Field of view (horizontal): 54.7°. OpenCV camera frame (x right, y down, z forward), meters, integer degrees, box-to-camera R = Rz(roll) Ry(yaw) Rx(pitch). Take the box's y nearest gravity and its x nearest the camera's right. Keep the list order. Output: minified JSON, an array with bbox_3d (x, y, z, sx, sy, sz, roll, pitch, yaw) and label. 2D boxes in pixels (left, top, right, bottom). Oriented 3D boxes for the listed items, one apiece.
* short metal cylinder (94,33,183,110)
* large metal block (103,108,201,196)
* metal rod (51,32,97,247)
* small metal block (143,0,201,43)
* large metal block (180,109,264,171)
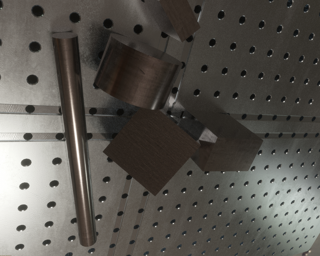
[{"bbox_3d":[-0.023,-0.060,0.327,0.081,0.080,0.050,11,113,-33],"label":"short metal cylinder"},{"bbox_3d":[-0.008,0.021,0.380,0.080,0.050,0.080,41,96,-1],"label":"large metal block"},{"bbox_3d":[-0.100,0.037,0.380,0.025,0.025,0.298,-12,124,-23],"label":"metal rod"},{"bbox_3d":[0.010,-0.124,0.325,0.025,0.050,0.050,-40,130,-2],"label":"small metal block"},{"bbox_3d":[0.079,0.017,0.431,0.081,0.080,0.050,5,116,-31],"label":"large metal block"}]
